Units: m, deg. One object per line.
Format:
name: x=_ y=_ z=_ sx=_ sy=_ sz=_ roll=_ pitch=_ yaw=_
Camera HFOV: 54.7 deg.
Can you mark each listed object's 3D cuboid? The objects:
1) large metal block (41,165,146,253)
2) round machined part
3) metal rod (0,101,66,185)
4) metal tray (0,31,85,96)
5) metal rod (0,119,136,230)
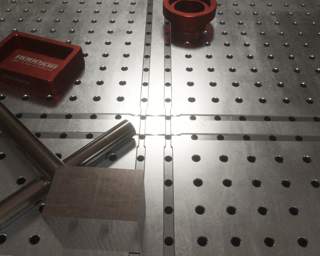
large metal block: x=-0.057 y=0.081 z=0.303 sx=0.080 sy=0.080 sz=0.050 roll=3 pitch=50 yaw=2
round machined part: x=0.054 y=-0.215 z=0.578 sx=0.099 sy=0.042 sz=0.098 roll=0 pitch=50 yaw=0
metal rod: x=-0.212 y=-0.020 z=0.403 sx=0.300 sy=0.025 sz=0.025 roll=34 pitch=57 yaw=31
metal tray: x=-0.199 y=-0.105 z=0.489 sx=0.131 sy=0.030 sz=0.090 roll=16 pitch=52 yaw=12
metal rod: x=-0.149 y=0.078 z=0.339 sx=0.302 sy=0.025 sz=0.025 roll=-36 pitch=59 yaw=-27
